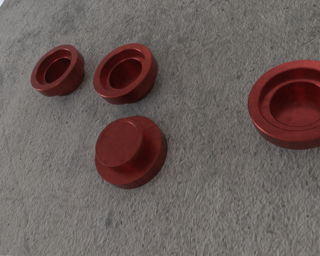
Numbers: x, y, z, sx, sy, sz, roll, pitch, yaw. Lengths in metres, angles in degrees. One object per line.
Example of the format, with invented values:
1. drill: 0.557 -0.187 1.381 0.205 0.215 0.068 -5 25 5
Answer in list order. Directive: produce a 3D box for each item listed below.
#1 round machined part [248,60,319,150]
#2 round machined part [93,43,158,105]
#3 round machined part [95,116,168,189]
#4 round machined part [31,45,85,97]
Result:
1. round machined part: 0.147 -0.021 0.328 0.098 0.042 0.098 -13 56 21
2. round machined part: -0.047 -0.076 0.464 0.098 0.042 0.098 -13 56 21
3. round machined part: -0.043 0.026 0.400 0.098 0.042 0.098 -13 56 21
4. round machined part: -0.172 -0.095 0.542 0.098 0.042 0.098 -13 56 21
